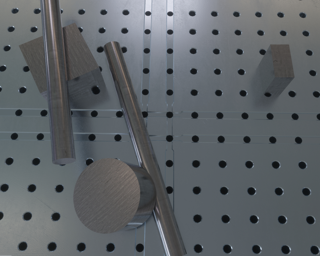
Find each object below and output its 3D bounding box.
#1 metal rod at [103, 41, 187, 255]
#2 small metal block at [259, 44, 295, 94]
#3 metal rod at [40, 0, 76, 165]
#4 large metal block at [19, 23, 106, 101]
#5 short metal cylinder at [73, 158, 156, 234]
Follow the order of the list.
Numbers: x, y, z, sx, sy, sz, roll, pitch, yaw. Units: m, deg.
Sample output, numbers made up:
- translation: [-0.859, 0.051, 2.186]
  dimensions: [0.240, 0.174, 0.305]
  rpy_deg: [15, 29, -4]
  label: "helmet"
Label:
- translation: [-0.026, 0.015, 0.406]
  dimensions: [0.025, 0.025, 0.299]
  rpy_deg: [-16, 71, -6]
  label: "metal rod"
- translation: [0.160, -0.080, 0.429]
  dimensions: [0.025, 0.050, 0.050]
  rpy_deg: [0, 70, 0]
  label: "small metal block"
- translation: [-0.135, -0.101, 0.394]
  dimensions: [0.025, 0.025, 0.299]
  rpy_deg: [-10, 70, -4]
  label: "metal rod"
- translation: [-0.133, -0.086, 0.429]
  dimensions: [0.080, 0.050, 0.080]
  rpy_deg: [-27, 72, -9]
  label: "large metal block"
- translation: [-0.051, 0.078, 0.357]
  dimensions: [0.080, 0.050, 0.080]
  rpy_deg: [-4, 75, 18]
  label: "short metal cylinder"
